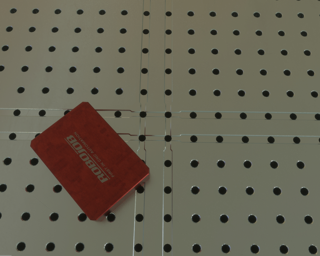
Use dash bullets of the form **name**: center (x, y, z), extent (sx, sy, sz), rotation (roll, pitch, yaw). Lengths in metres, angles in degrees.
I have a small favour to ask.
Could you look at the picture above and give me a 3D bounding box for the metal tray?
- **metal tray**: center (-0.087, 0.040, 0.393), extent (0.090, 0.030, 0.130), rotation (-41, 75, -14)
